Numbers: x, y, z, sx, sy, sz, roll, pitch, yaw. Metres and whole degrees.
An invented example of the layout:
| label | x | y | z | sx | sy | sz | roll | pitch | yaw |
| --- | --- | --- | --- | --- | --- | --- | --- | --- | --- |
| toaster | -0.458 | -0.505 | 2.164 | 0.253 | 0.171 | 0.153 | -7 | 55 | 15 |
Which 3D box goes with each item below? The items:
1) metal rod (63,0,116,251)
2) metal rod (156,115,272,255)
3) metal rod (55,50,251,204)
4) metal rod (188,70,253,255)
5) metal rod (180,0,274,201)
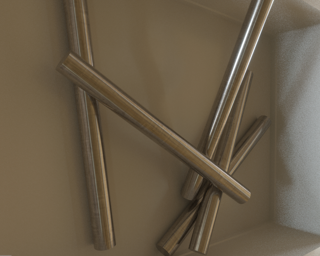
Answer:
| label | x | y | z | sx | sy | sz | roll | pitch | yaw |
| --- | --- | --- | --- | --- | --- | --- | --- | --- | --- |
| metal rod | -0.078 | -0.014 | 0.340 | 0.025 | 0.025 | 0.298 | -10 | 97 | -40 |
| metal rod | 0.098 | 0.075 | 0.488 | 0.301 | 0.025 | 0.025 | -43 | 116 | -31 |
| metal rod | 0.012 | 0.015 | 0.369 | 0.301 | 0.025 | 0.025 | 38 | 67 | -28 |
| metal rod | 0.098 | 0.035 | 0.468 | 0.025 | 0.025 | 0.300 | 38 | 60 | -33 |
| metal rod | 0.086 | -0.040 | 0.404 | 0.025 | 0.025 | 0.298 | 5 | 110 | -40 |
